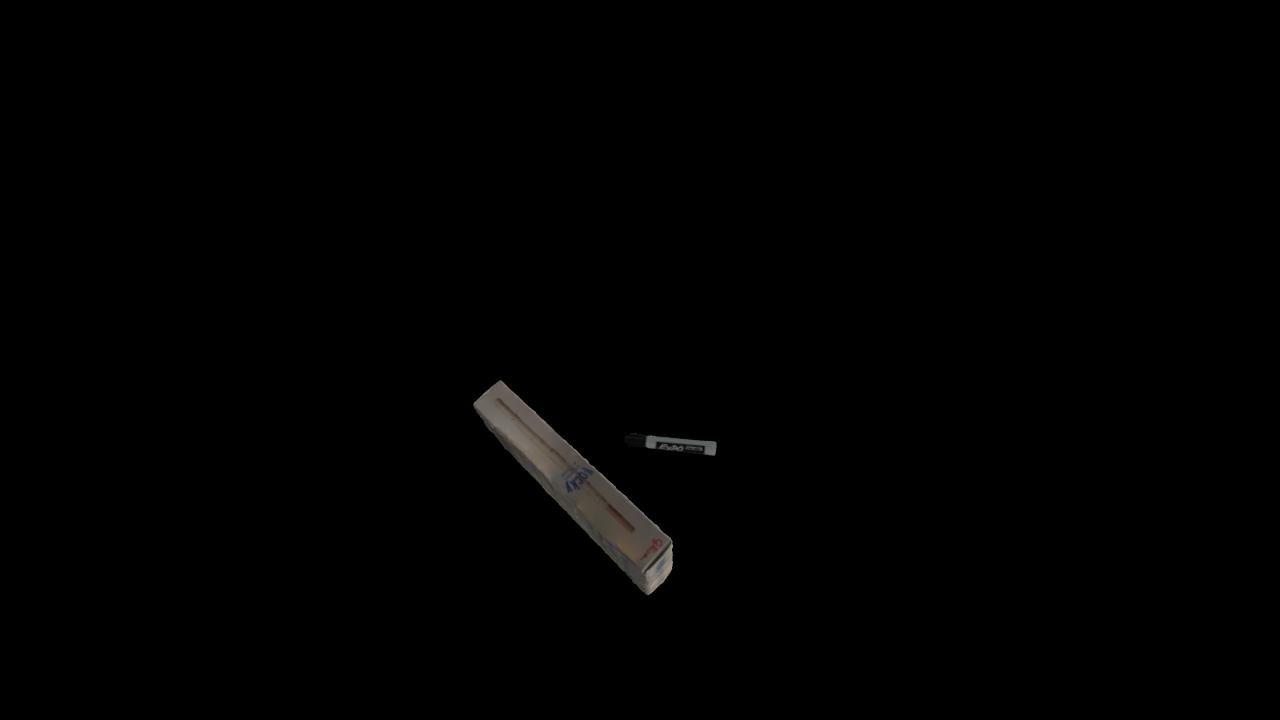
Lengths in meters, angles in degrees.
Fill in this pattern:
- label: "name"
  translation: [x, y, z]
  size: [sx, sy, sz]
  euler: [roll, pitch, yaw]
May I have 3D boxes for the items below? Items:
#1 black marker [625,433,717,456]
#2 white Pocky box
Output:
- label: "black marker"
  translation: [0.040, 0.111, 0.813]
  size: [0.121, 0.020, 0.020]
  euler: [6, 0, 2]
- label: "white Pocky box"
  translation: [-0.042, 0.084, 0.402]
  size: [0.154, 0.028, 0.084]
  euler: [40, -20, 22]
